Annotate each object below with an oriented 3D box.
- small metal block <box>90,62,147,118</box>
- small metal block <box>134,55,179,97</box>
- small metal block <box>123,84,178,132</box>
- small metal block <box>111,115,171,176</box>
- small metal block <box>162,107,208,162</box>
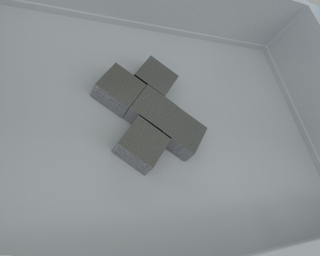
[{"bbox_3d":[-0.054,-0.050,0.404,0.050,0.025,0.050,36,51,-5],"label":"small metal block"},{"bbox_3d":[-0.009,-0.067,0.439,0.050,0.025,0.050,36,50,-4],"label":"small metal block"},{"bbox_3d":[-0.012,-0.022,0.409,0.050,0.025,0.050,36,51,-5],"label":"small metal block"},{"bbox_3d":[-0.022,0.021,0.379,0.050,0.025,0.050,37,52,-4],"label":"small metal block"},{"bbox_3d":[0.029,0.008,0.413,0.050,0.025,0.050,36,51,-5],"label":"small metal block"}]
